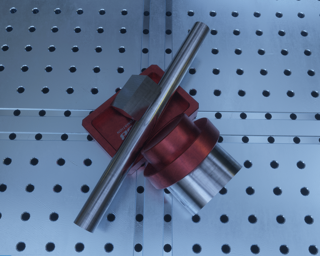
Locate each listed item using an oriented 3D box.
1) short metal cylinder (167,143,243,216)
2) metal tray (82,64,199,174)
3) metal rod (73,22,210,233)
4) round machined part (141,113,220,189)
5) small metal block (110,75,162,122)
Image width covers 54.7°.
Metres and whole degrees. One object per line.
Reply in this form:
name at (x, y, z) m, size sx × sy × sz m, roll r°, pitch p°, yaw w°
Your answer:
short metal cylinder at (0.049, 0.056, 0.361) m, size 0.080 × 0.080 × 0.050 m, roll -42°, pitch 76°, yaw -14°
metal tray at (-0.024, -0.013, 0.413) m, size 0.130 × 0.030 × 0.090 m, roll -41°, pitch 76°, yaw -14°
metal rod at (-0.013, -0.015, 0.385) m, size 0.025 × 0.025 × 0.300 m, roll 27°, pitch 72°, yaw 9°
round machined part at (0.017, 0.020, 0.355) m, size 0.098 × 0.098 × 0.042 m, roll -44°, pitch 98°, yaw -15°
small metal block at (-0.031, -0.039, 0.389) m, size 0.025 × 0.050 × 0.050 m, roll 39°, pitch 82°, yaw -27°
